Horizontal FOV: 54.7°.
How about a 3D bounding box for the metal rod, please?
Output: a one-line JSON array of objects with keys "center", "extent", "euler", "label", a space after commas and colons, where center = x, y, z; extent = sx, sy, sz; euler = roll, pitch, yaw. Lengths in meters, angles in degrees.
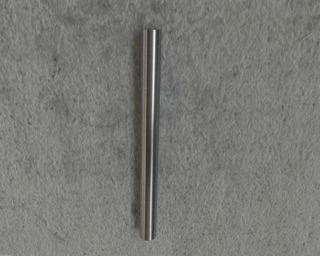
[{"center": [-0.014, 0.023, 0.417], "extent": [0.025, 0.025, 0.298], "euler": [1, 110, -1], "label": "metal rod"}]
